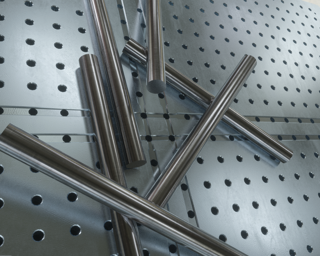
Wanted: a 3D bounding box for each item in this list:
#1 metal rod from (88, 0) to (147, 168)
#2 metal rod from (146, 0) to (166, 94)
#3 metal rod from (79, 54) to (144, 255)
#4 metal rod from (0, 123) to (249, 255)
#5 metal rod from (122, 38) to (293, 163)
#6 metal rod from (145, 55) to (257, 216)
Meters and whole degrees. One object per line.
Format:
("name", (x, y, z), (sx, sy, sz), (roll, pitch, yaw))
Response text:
("metal rod", (-0.066, -0.089, 0.426), (0.025, 0.025, 0.299), (-2, 63, -29))
("metal rod", (-0.010, -0.170, 0.483), (0.025, 0.025, 0.300), (14, 49, -20))
("metal rod", (-0.056, 0.041, 0.352), (0.025, 0.025, 0.299), (-3, 63, -29))
("metal rod", (-0.017, 0.084, 0.316), (0.301, 0.025, 0.025), (33, 51, -19))
("metal rod", (0.076, -0.038, 0.471), (0.301, 0.025, 0.025), (34, 51, -6))
("metal rod", (0.065, -0.006, 0.422), (0.025, 0.025, 0.301), (39, 58, -2))
